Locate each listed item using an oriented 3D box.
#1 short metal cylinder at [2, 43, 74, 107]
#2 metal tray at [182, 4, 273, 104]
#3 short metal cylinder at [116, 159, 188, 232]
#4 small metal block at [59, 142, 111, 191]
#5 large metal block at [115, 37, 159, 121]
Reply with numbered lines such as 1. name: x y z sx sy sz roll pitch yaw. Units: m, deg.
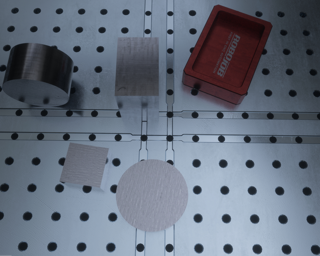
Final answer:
1. short metal cylinder: -0.157 -0.067 0.406 0.081 0.080 0.050 2 70 0
2. metal tray: 0.098 -0.109 0.449 0.090 0.030 0.130 23 71 8
3. short metal cylinder: -0.009 0.082 0.368 0.081 0.050 0.080 0 70 0
4. small metal block: -0.093 0.049 0.393 0.050 0.025 0.050 8 70 3
5. large metal block: -0.027 -0.061 0.404 0.050 0.080 0.080 0 70 0
